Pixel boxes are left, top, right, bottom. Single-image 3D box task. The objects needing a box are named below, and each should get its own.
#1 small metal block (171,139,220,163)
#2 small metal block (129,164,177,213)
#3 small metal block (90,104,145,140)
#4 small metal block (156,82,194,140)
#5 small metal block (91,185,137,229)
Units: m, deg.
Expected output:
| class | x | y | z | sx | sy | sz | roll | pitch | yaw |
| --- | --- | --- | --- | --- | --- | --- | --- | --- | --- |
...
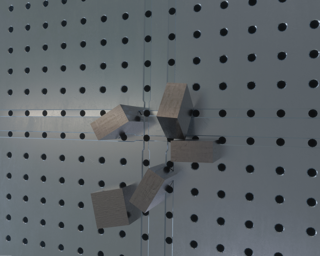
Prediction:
| class | x | y | z | sx | sy | sz | roll | pitch | yaw |
| --- | --- | --- | --- | --- | --- | --- | --- | --- | --- |
| small metal block | 0.045 | 0.027 | 0.384 | 0.050 | 0.050 | 0.025 | 0 | 90 | 20 |
| small metal block | -0.008 | 0.077 | 0.402 | 0.025 | 0.050 | 0.050 | 33 | 101 | 17 |
| small metal block | -0.057 | -0.007 | 0.420 | 0.050 | 0.050 | 0.025 | -31 | 80 | 17 |
| small metal block | 0.020 | -0.020 | 0.382 | 0.025 | 0.050 | 0.050 | 6 | 60 | 20 |
| small metal block | -0.065 | 0.111 | 0.436 | 0.050 | 0.025 | 0.050 | -13 | 86 | 19 |
